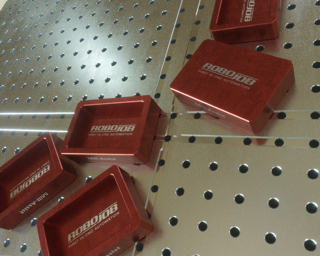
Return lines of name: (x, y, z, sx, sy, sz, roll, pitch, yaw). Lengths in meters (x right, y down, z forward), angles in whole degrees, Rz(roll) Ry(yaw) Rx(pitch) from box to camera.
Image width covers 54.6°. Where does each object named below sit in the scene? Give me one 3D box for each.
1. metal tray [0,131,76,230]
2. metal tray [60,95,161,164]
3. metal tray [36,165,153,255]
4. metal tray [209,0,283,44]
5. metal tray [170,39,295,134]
metal tray: (-0.196, 0.076, 0.462, 0.130, 0.030, 0.090, -37, 51, 3)
metal tray: (-0.071, 0.002, 0.441, 0.130, 0.030, 0.090, -2, 61, 27)
metal tray: (-0.083, 0.117, 0.377, 0.130, 0.030, 0.090, -35, 51, 4)
metal tray: (0.129, -0.184, 0.450, 0.090, 0.030, 0.130, 1, 62, 29)
metal tray: (0.088, -0.058, 0.395, 0.130, 0.030, 0.090, 29, 77, 37)
